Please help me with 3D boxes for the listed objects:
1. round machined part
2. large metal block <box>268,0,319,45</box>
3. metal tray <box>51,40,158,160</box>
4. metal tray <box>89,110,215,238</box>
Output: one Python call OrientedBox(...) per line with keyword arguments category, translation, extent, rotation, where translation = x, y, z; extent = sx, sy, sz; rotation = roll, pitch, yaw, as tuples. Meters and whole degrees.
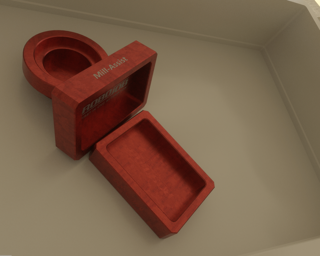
OrientedBox(category="round machined part", translation=(-0.112, -0.069, 0.373), extent=(0.099, 0.042, 0.098), rotation=(13, 51, -17))
OrientedBox(category="large metal block", translation=(0.303, -0.234, 0.682), extent=(0.081, 0.080, 0.050), rotation=(-18, 72, -35))
OrientedBox(category="metal tray", translation=(-0.059, -0.033, 0.350), extent=(0.030, 0.089, 0.131), rotation=(34, 49, 15))
OrientedBox(category="metal tray", translation=(-0.008, 0.051, 0.368), extent=(0.130, 0.030, 0.091), rotation=(47, 51, 4))
